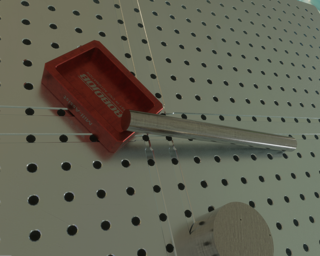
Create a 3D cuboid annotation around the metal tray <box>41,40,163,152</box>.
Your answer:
[{"bbox_3d":[-0.071,-0.044,0.394,0.130,0.030,0.090,45,51,3],"label":"metal tray"}]

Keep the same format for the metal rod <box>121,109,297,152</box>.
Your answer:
[{"bbox_3d":[0.088,0.009,0.431,0.302,0.025,0.025,8,58,-32],"label":"metal rod"}]

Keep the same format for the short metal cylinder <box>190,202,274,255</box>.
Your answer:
[{"bbox_3d":[0.082,0.132,0.358,0.081,0.050,0.080,14,56,-21],"label":"short metal cylinder"}]
